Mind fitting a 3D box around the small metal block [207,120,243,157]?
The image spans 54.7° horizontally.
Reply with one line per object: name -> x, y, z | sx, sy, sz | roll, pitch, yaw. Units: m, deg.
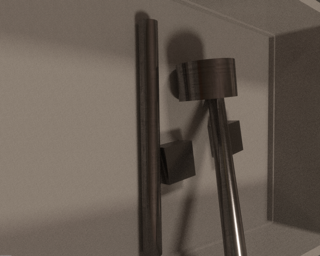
small metal block -> 0.106, 0.017, 0.498 | 0.050, 0.025, 0.050 | -17, 101, -39

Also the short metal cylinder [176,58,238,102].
short metal cylinder -> 0.064, -0.065, 0.427 | 0.081, 0.080, 0.050 | -10, 97, -40

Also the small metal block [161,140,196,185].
small metal block -> 0.020, 0.046, 0.426 | 0.050, 0.025, 0.050 | -12, 98, -40

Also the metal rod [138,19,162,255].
metal rod -> -0.012, 0.014, 0.397 | 0.025, 0.025, 0.298 | -2, 91, -40

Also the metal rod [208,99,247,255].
metal rod -> 0.086, 0.072, 0.399 | 0.025, 0.025, 0.300 | 31, 45, -36
